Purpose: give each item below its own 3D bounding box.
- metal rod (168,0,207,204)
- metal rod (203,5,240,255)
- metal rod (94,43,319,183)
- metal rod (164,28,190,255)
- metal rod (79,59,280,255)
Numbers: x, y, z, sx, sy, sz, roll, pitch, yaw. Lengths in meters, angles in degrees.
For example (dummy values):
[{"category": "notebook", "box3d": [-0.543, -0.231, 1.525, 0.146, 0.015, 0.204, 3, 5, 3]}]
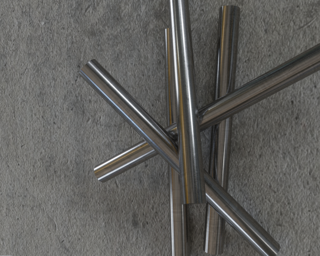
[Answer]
[{"category": "metal rod", "box3d": [0.028, -0.065, 0.359, 0.025, 0.025, 0.299, -9, 72, 20]}, {"category": "metal rod", "box3d": [0.076, 0.003, 0.382, 0.025, 0.025, 0.298, 4, 91, 20]}, {"category": "metal rod", "box3d": [0.047, -0.009, 0.364, 0.300, 0.025, 0.025, -29, 81, 17]}, {"category": "metal rod", "box3d": [0.022, 0.022, 0.401, 0.025, 0.025, 0.298, -2, 89, 20]}, {"category": "metal rod", "box3d": [0.024, 0.038, 0.354, 0.300, 0.025, 0.025, 45, 105, -3]}]
